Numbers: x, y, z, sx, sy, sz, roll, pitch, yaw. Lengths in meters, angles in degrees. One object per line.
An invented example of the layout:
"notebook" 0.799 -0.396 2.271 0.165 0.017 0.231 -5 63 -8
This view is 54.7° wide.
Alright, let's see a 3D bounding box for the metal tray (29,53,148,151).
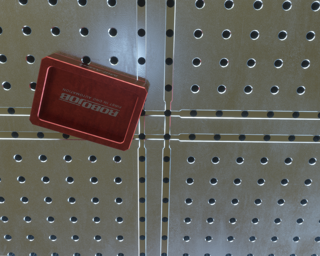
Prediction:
"metal tray" -0.090 -0.032 0.397 0.131 0.030 0.089 17 109 -7
